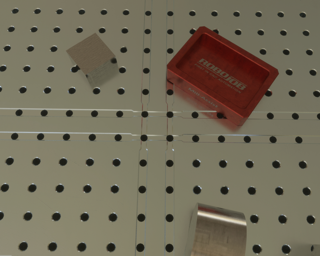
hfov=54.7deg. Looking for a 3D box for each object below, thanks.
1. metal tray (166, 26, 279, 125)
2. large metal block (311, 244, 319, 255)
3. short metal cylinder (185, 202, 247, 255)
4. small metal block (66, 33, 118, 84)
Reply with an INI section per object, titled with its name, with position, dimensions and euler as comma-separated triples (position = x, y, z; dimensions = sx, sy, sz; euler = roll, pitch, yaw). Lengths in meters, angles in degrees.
[metal tray]
position = 0.086, -0.075, 0.437
dimensions = 0.130, 0.030, 0.090
euler = 35, 73, 11
[large metal block]
position = 0.213, 0.163, 0.324
dimensions = 0.080, 0.080, 0.050
euler = 21, 72, 7
[short metal cylinder]
position = 0.058, 0.126, 0.337
dimensions = 0.050, 0.080, 0.080
euler = 12, 71, 4
[small metal block]
position = -0.098, -0.101, 0.448
dimensions = 0.050, 0.025, 0.050
euler = -36, 74, -12
